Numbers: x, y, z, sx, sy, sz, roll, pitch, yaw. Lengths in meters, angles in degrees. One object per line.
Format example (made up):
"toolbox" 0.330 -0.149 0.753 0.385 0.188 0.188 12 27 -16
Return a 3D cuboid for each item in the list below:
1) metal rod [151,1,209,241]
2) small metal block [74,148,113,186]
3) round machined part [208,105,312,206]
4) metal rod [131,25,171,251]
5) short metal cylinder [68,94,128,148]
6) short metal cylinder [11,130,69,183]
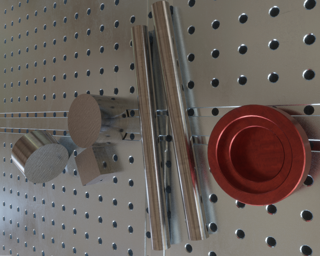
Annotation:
"metal rod" 0.023 -0.015 0.390 0.025 0.025 0.298 -15 81 39
"small metal block" -0.107 0.060 0.498 0.050 0.025 0.050 -33 70 35
"round machined part" 0.101 0.026 0.315 0.098 0.042 0.097 0 90 40
"metal rod" -0.013 0.009 0.420 0.025 0.025 0.298 -10 84 39
"short metal cylinder" -0.096 -0.010 0.472 0.080 0.050 0.080 0 90 40
"short metal cylinder" -0.211 0.051 0.549 0.050 0.081 0.079 33 111 35
